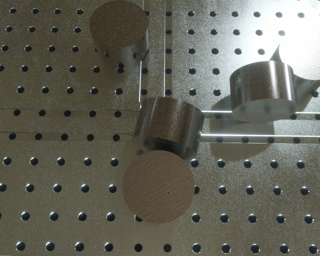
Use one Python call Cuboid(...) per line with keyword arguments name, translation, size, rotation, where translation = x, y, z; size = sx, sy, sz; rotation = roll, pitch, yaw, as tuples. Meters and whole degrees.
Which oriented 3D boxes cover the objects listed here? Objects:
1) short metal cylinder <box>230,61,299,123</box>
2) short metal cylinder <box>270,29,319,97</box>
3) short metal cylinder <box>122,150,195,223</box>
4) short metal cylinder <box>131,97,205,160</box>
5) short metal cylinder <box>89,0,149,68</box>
Cuboid(name="short metal cylinder", translation=(0.133, -0.044, 0.400), size=(0.081, 0.080, 0.050), rotation=(1, 70, 0))
Cuboid(name="short metal cylinder", translation=(0.198, -0.091, 0.434), size=(0.081, 0.050, 0.080), rotation=(0, 70, 0))
Cuboid(name="short metal cylinder", translation=(0.000, 0.069, 0.367), size=(0.080, 0.050, 0.080), rotation=(0, 79, 2))
Cuboid(name="short metal cylinder", translation=(0.010, 0.003, 0.382), size=(0.080, 0.080, 0.050), rotation=(13, 71, 4))
Cuboid(name="short metal cylinder", translation=(-0.056, -0.135, 0.447), size=(0.081, 0.050, 0.080), rotation=(0, 70, 0))
